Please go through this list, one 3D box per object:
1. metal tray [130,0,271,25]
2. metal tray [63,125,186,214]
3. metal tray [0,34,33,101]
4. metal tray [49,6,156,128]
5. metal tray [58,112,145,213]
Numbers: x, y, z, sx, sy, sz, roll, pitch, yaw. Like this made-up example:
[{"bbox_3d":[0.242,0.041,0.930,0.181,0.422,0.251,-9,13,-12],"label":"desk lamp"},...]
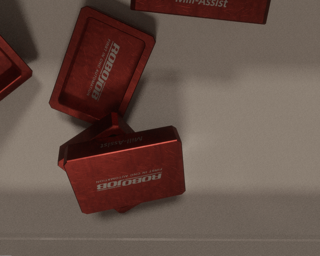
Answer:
[{"bbox_3d":[0.038,-0.133,0.328,0.131,0.090,0.030,5,110,-3],"label":"metal tray"},{"bbox_3d":[-0.038,0.052,0.373,0.131,0.030,0.089,-11,126,-5],"label":"metal tray"},{"bbox_3d":[-0.220,-0.054,0.334,0.130,0.030,0.090,-44,143,-13],"label":"metal tray"},{"bbox_3d":[-0.071,-0.070,0.381,0.090,0.030,0.129,23,108,-9],"label":"metal tray"},{"bbox_3d":[-0.055,0.051,0.406,0.090,0.030,0.130,-33,125,11],"label":"metal tray"}]
